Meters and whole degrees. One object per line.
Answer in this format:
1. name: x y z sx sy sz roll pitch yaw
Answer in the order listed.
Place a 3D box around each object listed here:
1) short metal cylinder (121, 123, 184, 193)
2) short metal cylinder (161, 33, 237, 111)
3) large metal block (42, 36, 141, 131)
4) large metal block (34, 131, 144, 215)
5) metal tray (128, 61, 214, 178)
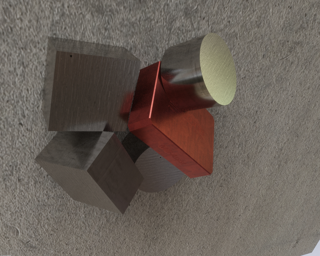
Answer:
1. short metal cylinder: -0.008 0.039 0.413 0.081 0.050 0.079 -14 124 -21
2. short metal cylinder: 0.046 -0.062 0.354 0.080 0.050 0.080 12 74 -49
3. large metal block: -0.074 -0.043 0.322 0.081 0.050 0.079 1 118 -29
4. large metal block: -0.077 0.047 0.351 0.050 0.080 0.080 -59 139 -33
5. metal tray: 0.021 -0.006 0.376 0.030 0.090 0.130 -17 139 33
